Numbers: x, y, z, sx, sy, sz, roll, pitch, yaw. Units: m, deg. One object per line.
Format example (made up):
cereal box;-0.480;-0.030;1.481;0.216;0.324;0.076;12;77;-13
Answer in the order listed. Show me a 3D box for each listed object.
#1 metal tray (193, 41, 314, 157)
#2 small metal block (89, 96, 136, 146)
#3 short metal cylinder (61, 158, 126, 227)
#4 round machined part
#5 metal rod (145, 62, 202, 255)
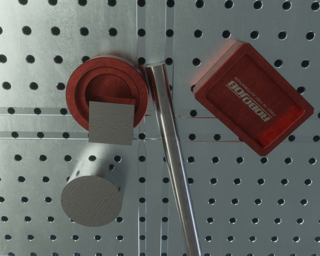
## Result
metal tray;0.119;-0.035;0.399;0.130;0.030;0.090;40;105;-14
small metal block;-0.056;-0.009;0.365;0.050;0.025;0.050;5;110;-3
short metal cylinder;-0.090;0.089;0.432;0.081;0.050;0.079;0;110;-1
round machined part;-0.063;-0.042;0.388;0.099;0.042;0.097;0;110;-1
metal rod;0.024;0.058;0.435;0.025;0.025;0.298;-11;110;3
